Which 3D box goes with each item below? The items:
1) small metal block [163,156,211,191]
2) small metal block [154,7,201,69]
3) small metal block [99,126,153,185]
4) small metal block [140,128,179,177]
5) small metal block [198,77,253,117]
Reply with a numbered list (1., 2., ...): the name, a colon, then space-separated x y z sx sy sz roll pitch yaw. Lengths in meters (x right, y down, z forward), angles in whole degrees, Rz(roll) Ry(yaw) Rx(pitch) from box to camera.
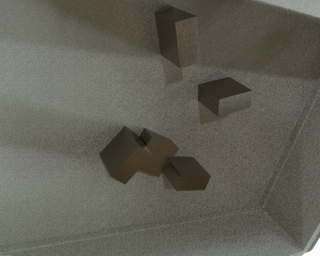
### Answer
1. small metal block: 0.037 0.066 0.453 0.050 0.050 0.025 5 116 -31
2. small metal block: 0.019 -0.100 0.341 0.025 0.050 0.050 -22 127 -16
3. small metal block: -0.044 0.033 0.389 0.050 0.050 0.025 -47 129 5
4. small metal block: -0.011 0.034 0.424 0.050 0.025 0.050 26 104 -37
5. small metal block: 0.085 -0.043 0.412 0.050 0.050 0.025 -16 125 -20
